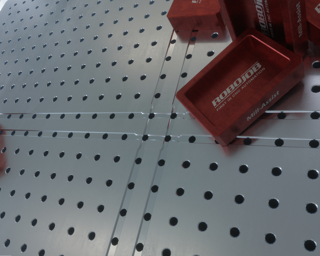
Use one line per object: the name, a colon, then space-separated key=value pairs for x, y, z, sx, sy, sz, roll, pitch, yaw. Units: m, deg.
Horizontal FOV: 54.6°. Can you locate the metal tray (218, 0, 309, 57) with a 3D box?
metal tray: x=0.119 y=-0.133 z=0.360 sx=0.090 sy=0.130 sz=0.030 roll=29 pitch=78 yaw=37

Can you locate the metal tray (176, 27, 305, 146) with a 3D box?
metal tray: x=0.095 y=-0.053 z=0.380 sx=0.130 sy=0.030 sz=0.090 roll=-42 pitch=52 yaw=4

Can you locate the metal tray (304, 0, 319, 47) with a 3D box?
metal tray: x=0.214 y=-0.164 z=0.368 sx=0.090 sy=0.030 sz=0.130 roll=42 pitch=85 yaw=12

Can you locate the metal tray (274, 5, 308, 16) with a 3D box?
metal tray: x=0.172 y=-0.212 z=0.445 sx=0.090 sy=0.030 sz=0.130 roll=8 pitch=65 yaw=31

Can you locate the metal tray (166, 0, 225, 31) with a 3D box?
metal tray: x=0.075 y=-0.218 z=0.500 sx=0.090 sy=0.030 sz=0.130 roll=8 pitch=66 yaw=32
